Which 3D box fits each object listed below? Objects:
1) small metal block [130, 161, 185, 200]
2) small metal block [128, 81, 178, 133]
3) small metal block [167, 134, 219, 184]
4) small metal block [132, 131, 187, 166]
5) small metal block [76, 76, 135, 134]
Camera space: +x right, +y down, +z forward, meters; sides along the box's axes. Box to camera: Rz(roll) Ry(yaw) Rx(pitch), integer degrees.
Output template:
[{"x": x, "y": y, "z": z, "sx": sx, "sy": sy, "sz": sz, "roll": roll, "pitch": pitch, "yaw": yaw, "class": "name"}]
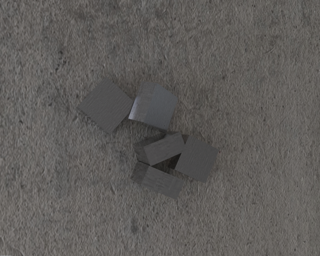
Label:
[{"x": -0.005, "y": 0.066, "z": 0.394, "sx": 0.050, "sy": 0.050, "sz": 0.025, "roll": 26, "pitch": 82, "yaw": -18, "class": "small metal block"}, {"x": -0.007, "y": -0.026, "z": 0.393, "sx": 0.050, "sy": 0.025, "sz": 0.050, "roll": 27, "pitch": 79, "yaw": -53, "class": "small metal block"}, {"x": 0.046, "y": 0.042, "z": 0.426, "sx": 0.050, "sy": 0.025, "sz": 0.050, "roll": 27, "pitch": 81, "yaw": -18, "class": "small metal block"}, {"x": -0.002, "y": 0.025, "z": 0.395, "sx": 0.050, "sy": 0.050, "sz": 0.025, "roll": -22, "pitch": 98, "yaw": -19, "class": "small metal block"}, {"x": -0.067, "y": -0.027, "z": 0.384, "sx": 0.050, "sy": 0.025, "sz": 0.050, "roll": 43, "pitch": 77, "yaw": -15, "class": "small metal block"}]
